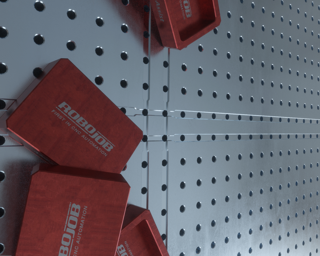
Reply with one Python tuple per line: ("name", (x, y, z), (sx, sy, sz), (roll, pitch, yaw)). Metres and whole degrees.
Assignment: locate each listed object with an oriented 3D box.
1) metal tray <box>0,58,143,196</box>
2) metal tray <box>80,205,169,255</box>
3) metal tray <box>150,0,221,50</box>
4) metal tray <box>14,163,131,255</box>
("metal tray", (-0.087, 0.002, 0.334), (0.130, 0.030, 0.090), (46, 62, -31))
("metal tray", (-0.032, 0.173, 0.380), (0.091, 0.030, 0.129), (-34, 111, -35))
("metal tray", (0.030, -0.180, 0.402), (0.090, 0.030, 0.129), (-38, 129, -24))
("metal tray", (-0.088, 0.105, 0.300), (0.091, 0.030, 0.129), (12, 93, -20))
